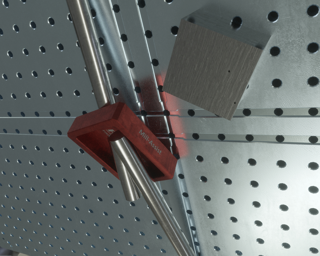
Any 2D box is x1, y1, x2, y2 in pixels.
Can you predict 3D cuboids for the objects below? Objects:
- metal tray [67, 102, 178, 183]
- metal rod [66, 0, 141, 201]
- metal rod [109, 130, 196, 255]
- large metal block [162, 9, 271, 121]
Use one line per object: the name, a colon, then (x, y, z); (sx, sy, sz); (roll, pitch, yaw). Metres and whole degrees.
metal tray: (-0.048, 0.028, 0.422); (0.090, 0.030, 0.130); (-16, 131, 34)
metal rod: (-0.071, -0.038, 0.406); (0.025, 0.025, 0.298); (-3, 111, 29)
metal rod: (0.005, 0.126, 0.457); (0.025, 0.025, 0.299); (-6, 125, 31)
large metal block: (0.057, -0.067, 0.324); (0.080, 0.050, 0.079); (25, 128, 12)
